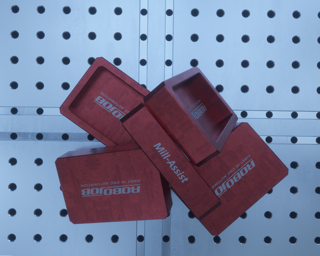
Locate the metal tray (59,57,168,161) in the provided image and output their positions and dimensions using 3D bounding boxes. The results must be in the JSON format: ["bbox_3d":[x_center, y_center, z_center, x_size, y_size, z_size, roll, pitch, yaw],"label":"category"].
[{"bbox_3d":[-0.052,-0.020,0.410,0.130,0.030,0.090,36,90,-1],"label":"metal tray"}]

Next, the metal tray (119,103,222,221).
[{"bbox_3d":[0.011,0.034,0.350,0.030,0.090,0.130,-38,91,0],"label":"metal tray"}]

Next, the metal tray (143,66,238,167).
[{"bbox_3d":[0.043,-0.021,0.362,0.030,0.131,0.090,-38,90,28],"label":"metal tray"}]

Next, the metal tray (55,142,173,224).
[{"bbox_3d":[-0.057,0.069,0.386,0.130,0.030,0.089,-8,101,14],"label":"metal tray"}]

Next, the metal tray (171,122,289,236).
[{"bbox_3d":[0.090,0.065,0.411,0.130,0.030,0.090,-41,91,-1],"label":"metal tray"}]
